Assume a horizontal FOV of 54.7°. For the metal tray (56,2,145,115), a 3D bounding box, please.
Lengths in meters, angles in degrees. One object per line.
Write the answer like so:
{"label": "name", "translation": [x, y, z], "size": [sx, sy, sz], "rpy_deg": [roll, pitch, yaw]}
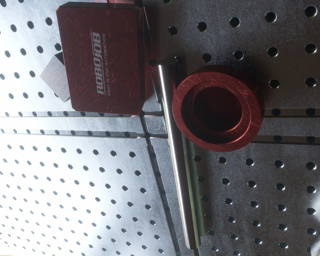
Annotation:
{"label": "metal tray", "translation": [-0.067, -0.081, 0.375], "size": [0.090, 0.030, 0.129], "rpy_deg": [4, 122, 6]}

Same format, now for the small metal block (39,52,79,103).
{"label": "small metal block", "translation": [-0.133, -0.072, 0.435], "size": [0.050, 0.025, 0.050], "rpy_deg": [48, 128, -6]}

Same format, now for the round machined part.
{"label": "round machined part", "translation": [0.067, -0.025, 0.349], "size": [0.098, 0.042, 0.097], "rpy_deg": [13, 124, 20]}

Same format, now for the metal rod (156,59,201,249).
{"label": "metal rod", "translation": [0.031, 0.054, 0.427], "size": [0.025, 0.025, 0.298], "rpy_deg": [4, 121, 25]}

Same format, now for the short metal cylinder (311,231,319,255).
{"label": "short metal cylinder", "translation": [0.220, 0.138, 0.345], "size": [0.080, 0.080, 0.050], "rpy_deg": [22, 126, 15]}
